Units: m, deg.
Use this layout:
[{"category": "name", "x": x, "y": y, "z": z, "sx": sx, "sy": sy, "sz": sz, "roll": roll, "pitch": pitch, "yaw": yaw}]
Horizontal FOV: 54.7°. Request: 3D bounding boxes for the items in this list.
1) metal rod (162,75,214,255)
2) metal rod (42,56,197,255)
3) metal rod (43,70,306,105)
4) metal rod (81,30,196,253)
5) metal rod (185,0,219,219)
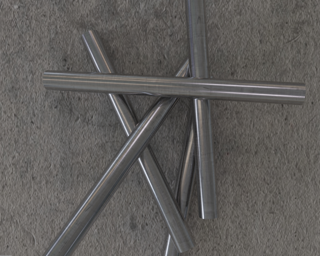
[{"category": "metal rod", "x": 0.032, "y": 0.078, "z": 0.410, "sx": 0.025, "sy": 0.025, "sz": 0.298, "roll": 11, "pitch": 90, "yaw": 0}, {"category": "metal rod", "x": -0.036, "y": 0.030, "z": 0.362, "sx": 0.025, "sy": 0.025, "sz": 0.300, "roll": 35, "pitch": 71, "yaw": 0}, {"category": "metal rod", "x": 0.008, "y": -0.049, "z": 0.364, "sx": 0.301, "sy": 0.025, "sz": 0.025, "roll": 4, "pitch": 90, "yaw": 9}, {"category": "metal rod", "x": -0.030, "y": 0.012, "z": 0.395, "sx": 0.025, "sy": 0.025, "sz": 0.299, "roll": -25, "pitch": 85, "yaw": 0}, {"category": "metal rod", "x": 0.051, "y": -0.039, "z": 0.384, "sx": 0.025, "sy": 0.025, "sz": 0.298, "roll": -4, "pitch": 90, "yaw": 0}]
